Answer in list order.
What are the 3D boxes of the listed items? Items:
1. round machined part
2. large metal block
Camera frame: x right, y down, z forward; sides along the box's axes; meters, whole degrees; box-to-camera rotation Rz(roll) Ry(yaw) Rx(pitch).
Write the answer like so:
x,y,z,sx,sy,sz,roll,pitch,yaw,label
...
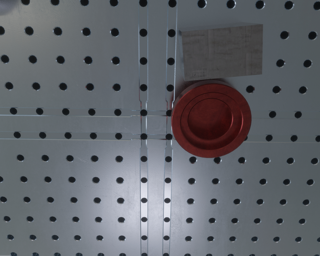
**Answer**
x,y,z,sx,sy,sz,roll,pitch,yaw,label
0.063,-0.014,0.400,0.099,0.042,0.097,0,110,0,round machined part
0.064,-0.089,0.351,0.080,0.080,0.050,-5,110,2,large metal block
